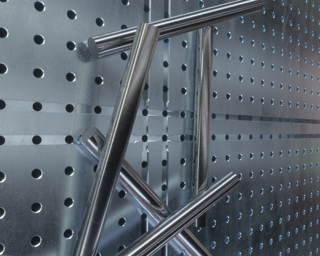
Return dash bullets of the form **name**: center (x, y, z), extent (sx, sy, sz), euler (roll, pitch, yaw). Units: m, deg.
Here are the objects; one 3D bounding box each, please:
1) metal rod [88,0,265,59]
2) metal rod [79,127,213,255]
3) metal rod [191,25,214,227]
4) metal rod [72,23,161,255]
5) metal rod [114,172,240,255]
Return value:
- **metal rod**: center (0.042, -0.146, 0.425), extent (0.302, 0.025, 0.025), euler (-26, 107, -31)
- **metal rod**: center (0.001, 0.113, 0.412), extent (0.300, 0.025, 0.025), euler (52, 59, -27)
- **metal rod**: center (0.063, -0.006, 0.464), extent (0.025, 0.025, 0.298), euler (4, 88, -40)
- **metal rod**: center (-0.052, 0.035, 0.334), extent (0.025, 0.025, 0.298), euler (16, 90, -39)
- **metal rod**: center (0.002, 0.129, 0.377), extent (0.302, 0.025, 0.025), euler (-25, 106, -38)
